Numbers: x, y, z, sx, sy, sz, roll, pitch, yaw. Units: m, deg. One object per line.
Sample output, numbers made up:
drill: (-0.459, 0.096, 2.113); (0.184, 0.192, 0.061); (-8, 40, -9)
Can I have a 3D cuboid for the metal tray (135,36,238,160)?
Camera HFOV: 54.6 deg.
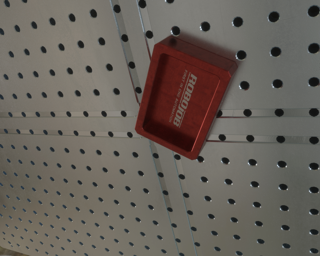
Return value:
metal tray: (0.026, -0.032, 0.374); (0.090, 0.030, 0.129); (26, 128, 12)
